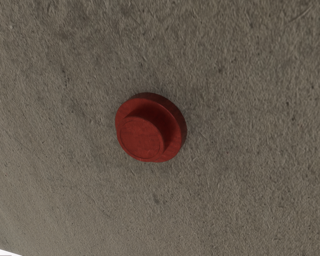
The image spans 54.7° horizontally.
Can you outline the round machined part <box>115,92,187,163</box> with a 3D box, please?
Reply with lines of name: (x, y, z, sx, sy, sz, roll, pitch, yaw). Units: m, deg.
round machined part: (-0.018, 0.006, 0.408, 0.098, 0.042, 0.097, 13, 124, 20)
